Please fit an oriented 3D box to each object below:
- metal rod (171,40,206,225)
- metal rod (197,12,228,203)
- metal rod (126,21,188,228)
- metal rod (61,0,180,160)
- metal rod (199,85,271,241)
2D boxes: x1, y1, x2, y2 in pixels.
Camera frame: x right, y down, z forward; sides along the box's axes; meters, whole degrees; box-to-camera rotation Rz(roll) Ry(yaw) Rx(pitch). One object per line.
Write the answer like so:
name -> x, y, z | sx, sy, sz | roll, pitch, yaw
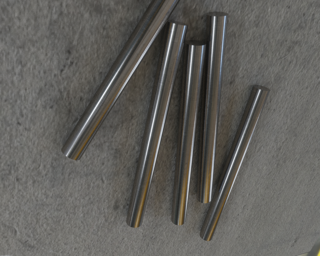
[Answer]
metal rod -> 0.037, 0.026, 0.444 | 0.025, 0.025, 0.298 | -12, 124, -23
metal rod -> 0.071, -0.008, 0.442 | 0.025, 0.025, 0.298 | -15, 125, -20
metal rod -> -0.010, 0.013, 0.410 | 0.025, 0.025, 0.298 | -2, 120, -28
metal rod -> -0.024, -0.090, 0.338 | 0.025, 0.025, 0.299 | 25, 105, -37
metal rod -> 0.118, 0.072, 0.518 | 0.025, 0.025, 0.298 | -1, 119, -28
